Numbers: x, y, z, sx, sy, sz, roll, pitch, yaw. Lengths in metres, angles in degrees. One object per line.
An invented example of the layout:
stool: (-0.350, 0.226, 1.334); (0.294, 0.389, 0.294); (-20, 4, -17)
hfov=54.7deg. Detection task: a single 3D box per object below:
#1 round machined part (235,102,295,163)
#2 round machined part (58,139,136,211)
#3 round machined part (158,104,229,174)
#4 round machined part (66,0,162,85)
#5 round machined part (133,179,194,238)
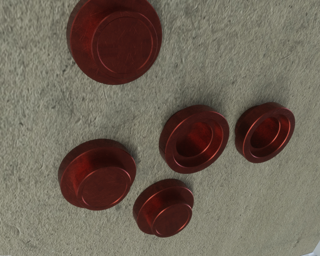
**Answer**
round machined part: (0.157, 0.003, 0.483); (0.099, 0.042, 0.097); (-14, 124, -21)
round machined part: (-0.076, 0.066, 0.395); (0.099, 0.042, 0.097); (-14, 124, -21)
round machined part: (0.042, 0.012, 0.426); (0.099, 0.042, 0.097); (-14, 124, -21)
round machined part: (-0.042, -0.089, 0.318); (0.099, 0.042, 0.097); (-14, 124, -21)
round machined part: (0.011, 0.131, 0.482); (0.099, 0.042, 0.097); (-14, 124, -21)
